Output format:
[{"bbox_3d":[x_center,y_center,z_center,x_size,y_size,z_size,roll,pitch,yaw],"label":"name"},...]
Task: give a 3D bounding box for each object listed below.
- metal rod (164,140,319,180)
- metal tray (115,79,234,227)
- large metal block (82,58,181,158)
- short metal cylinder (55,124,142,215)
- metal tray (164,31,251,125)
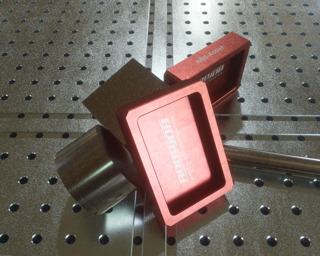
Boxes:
[{"bbox_3d":[0.152,0.044,0.371,0.302,0.025,0.025,8,51,7],"label":"metal rod"},{"bbox_3d":[0.019,0.024,0.323,0.091,0.129,0.030,-25,19,-20],"label":"metal tray"},{"bbox_3d":[-0.029,-0.022,0.364,0.080,0.050,0.080,-43,62,-9],"label":"large metal block"},{"bbox_3d":[-0.063,0.043,0.326,0.050,0.080,0.080,-35,55,4],"label":"short metal cylinder"},{"bbox_3d":[0.062,-0.063,0.418,0.131,0.089,0.030,-35,58,-26],"label":"metal tray"}]
